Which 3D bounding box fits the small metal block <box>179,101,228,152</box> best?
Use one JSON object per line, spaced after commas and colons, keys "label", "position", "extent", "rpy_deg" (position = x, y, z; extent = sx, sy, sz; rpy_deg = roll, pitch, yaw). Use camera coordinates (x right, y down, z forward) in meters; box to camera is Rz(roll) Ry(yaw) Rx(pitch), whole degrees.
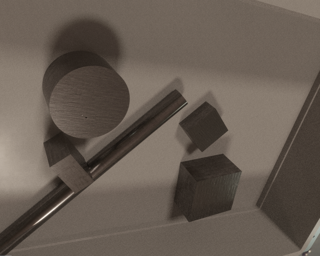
{"label": "small metal block", "position": [0.063, -0.001, 0.444], "extent": [0.050, 0.025, 0.050], "rpy_deg": [-40, 130, -2]}

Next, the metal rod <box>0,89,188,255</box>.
{"label": "metal rod", "position": [-0.088, 0.055, 0.396], "extent": [0.300, 0.025, 0.025], "rpy_deg": [-40, 130, -2]}

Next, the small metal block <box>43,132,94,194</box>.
{"label": "small metal block", "position": [-0.106, 0.040, 0.360], "extent": [0.025, 0.050, 0.050], "rpy_deg": [-33, 129, -7]}

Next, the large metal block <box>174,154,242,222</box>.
{"label": "large metal block", "position": [0.074, 0.094, 0.494], "extent": [0.081, 0.050, 0.079], "rpy_deg": [-8, 122, -25]}

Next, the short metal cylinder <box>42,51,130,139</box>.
{"label": "short metal cylinder", "position": [-0.079, -0.036, 0.328], "extent": [0.081, 0.050, 0.079], "rpy_deg": [-14, 125, -21]}
